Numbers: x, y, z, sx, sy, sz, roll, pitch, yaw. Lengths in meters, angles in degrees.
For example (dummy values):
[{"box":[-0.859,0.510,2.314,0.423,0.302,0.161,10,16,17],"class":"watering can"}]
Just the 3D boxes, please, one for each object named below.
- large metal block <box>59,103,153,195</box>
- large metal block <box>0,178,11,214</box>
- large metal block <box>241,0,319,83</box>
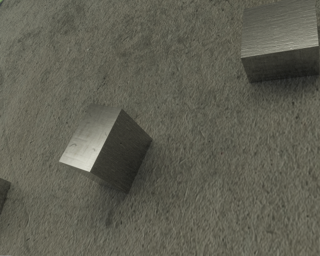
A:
[{"box":[-0.063,0.027,0.385,0.050,0.080,0.080,11,68,33],"class":"large metal block"},{"box":[-0.291,0.095,0.464,0.080,0.080,0.050,-9,58,24],"class":"large metal block"},{"box":[0.146,-0.106,0.376,0.080,0.050,0.080,-4,60,26],"class":"large metal block"}]
